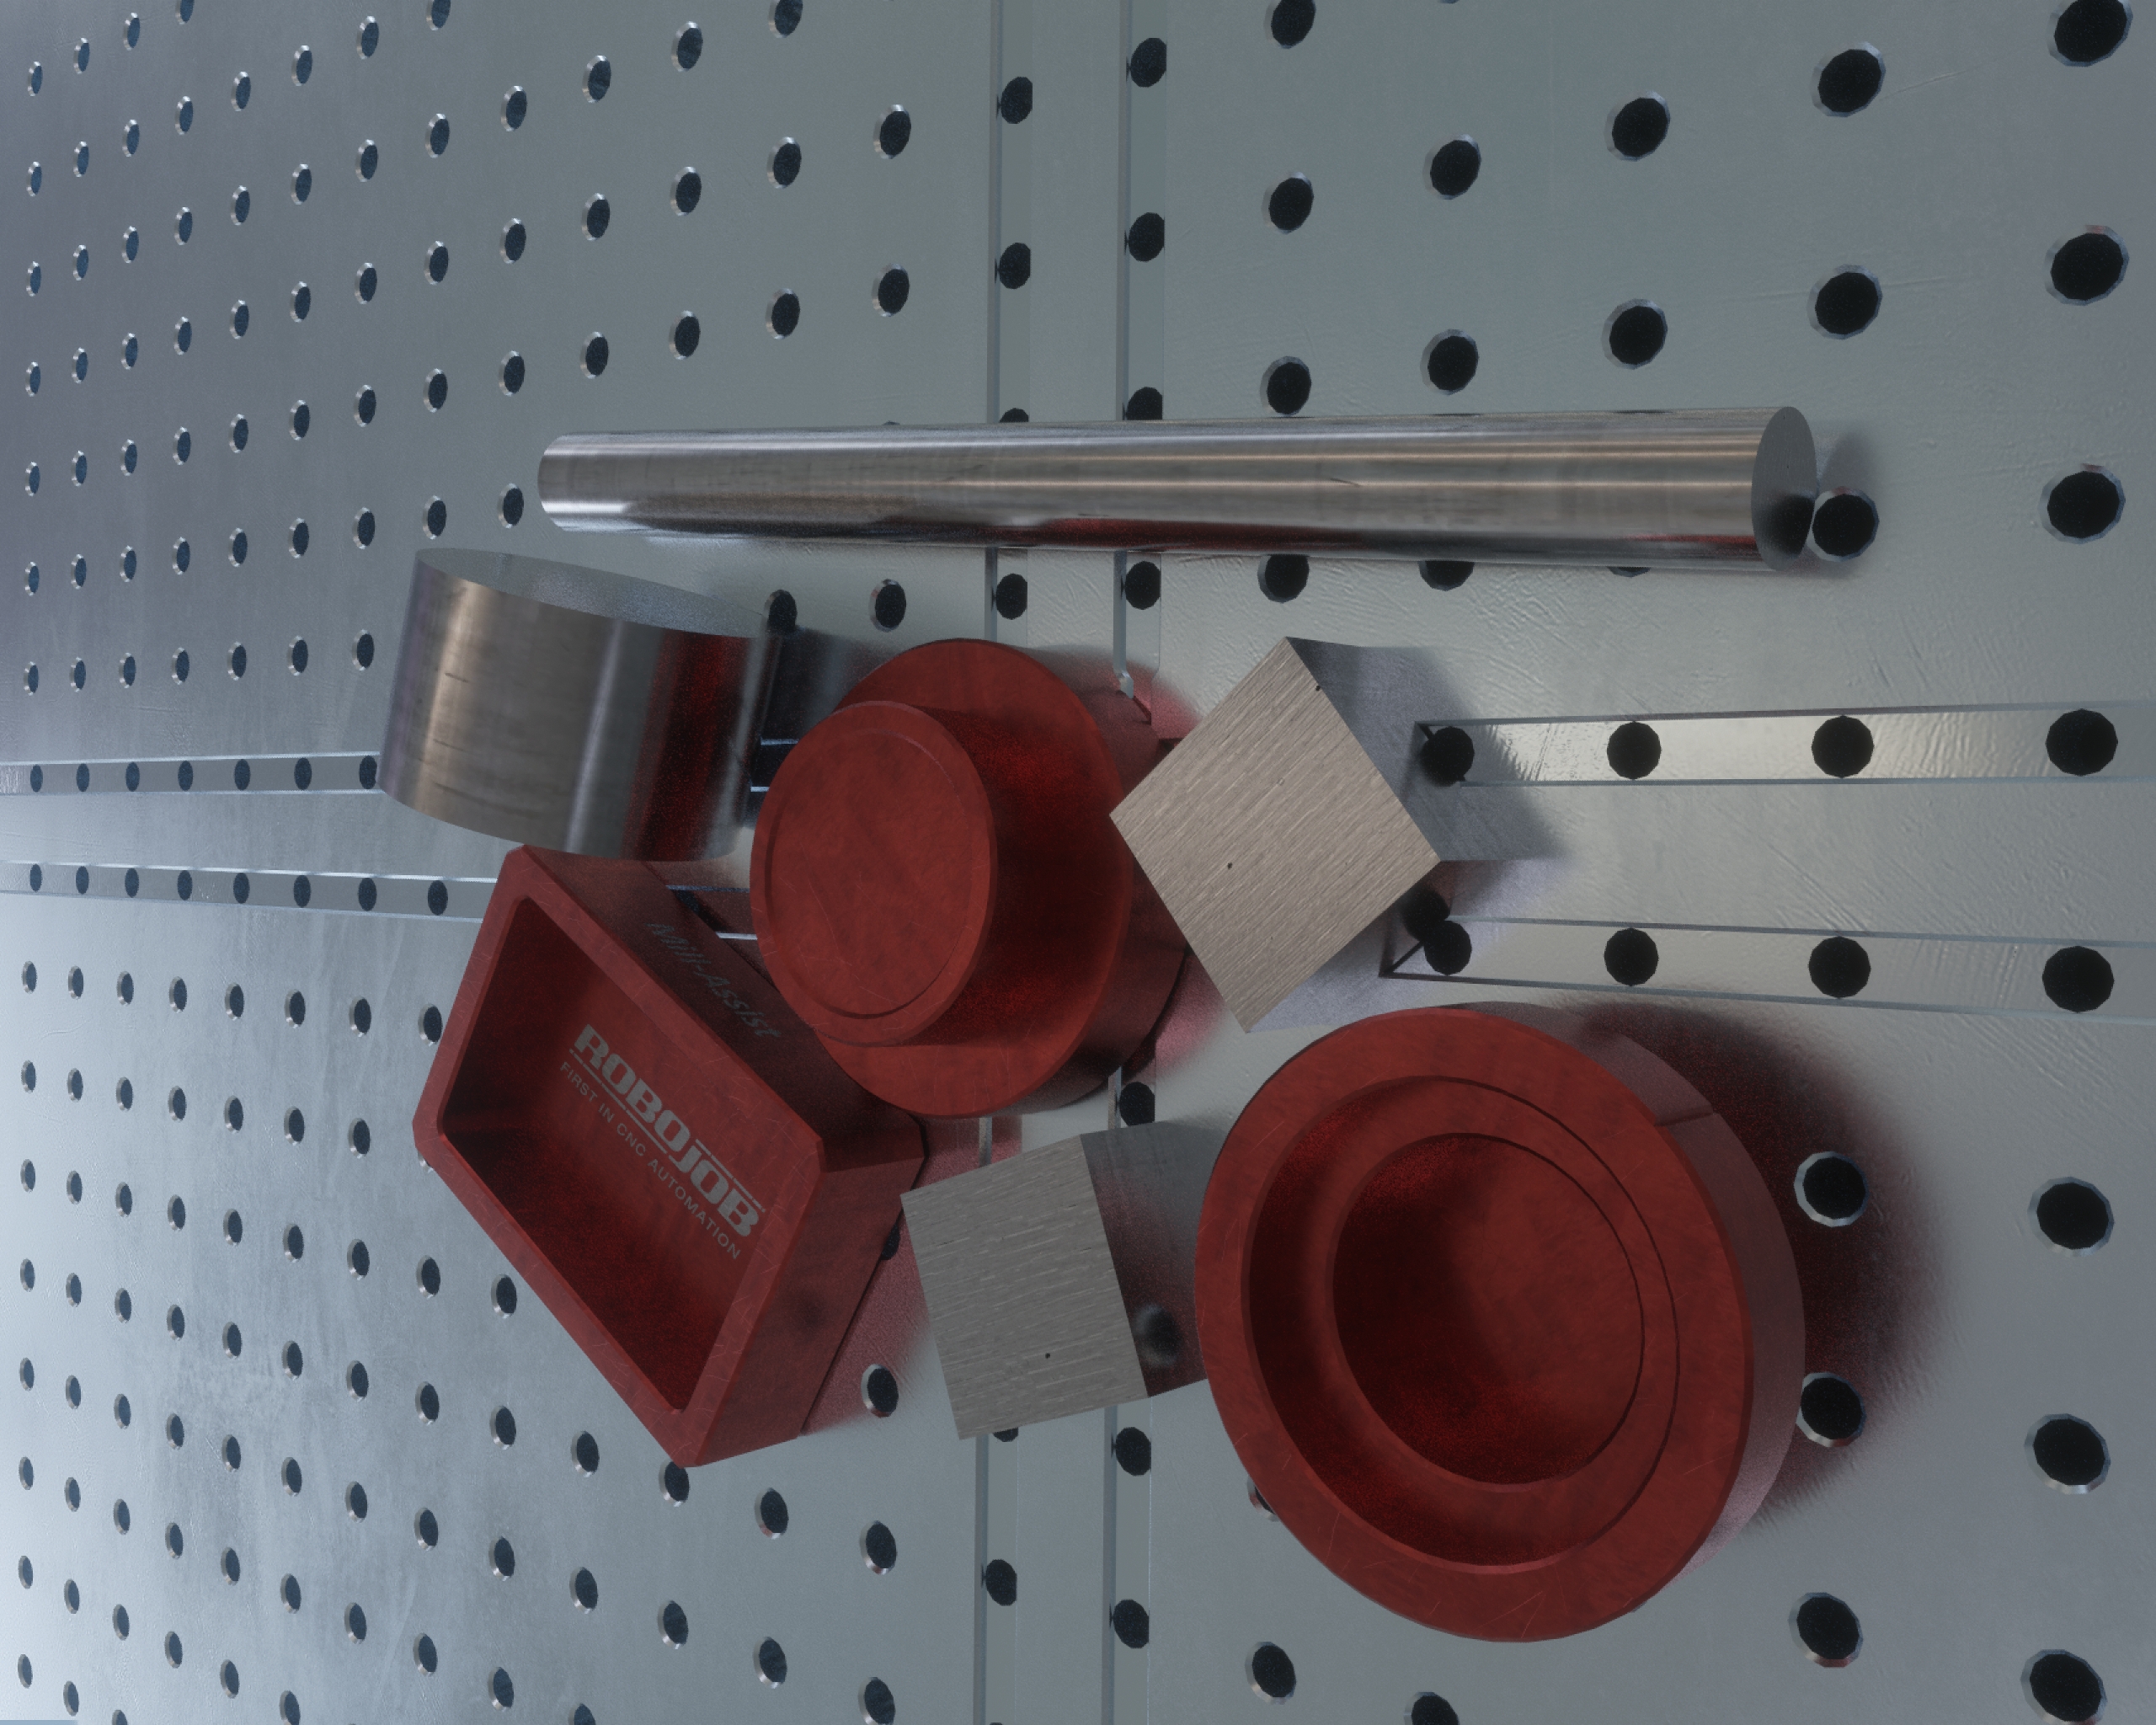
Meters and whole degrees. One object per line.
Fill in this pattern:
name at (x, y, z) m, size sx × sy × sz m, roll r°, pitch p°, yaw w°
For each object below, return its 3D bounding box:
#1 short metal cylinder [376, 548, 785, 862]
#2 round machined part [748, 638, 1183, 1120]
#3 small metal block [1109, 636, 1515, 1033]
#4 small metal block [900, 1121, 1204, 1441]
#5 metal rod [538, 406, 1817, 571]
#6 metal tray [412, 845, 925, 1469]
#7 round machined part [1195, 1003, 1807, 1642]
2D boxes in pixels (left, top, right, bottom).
short metal cylinder at (-0.110, -0.036, 0.464) m, size 0.080 × 0.081 × 0.050 m, roll 23°, pitch 104°, yaw 38°
round machined part at (-0.028, 0.003, 0.421) m, size 0.098 × 0.042 × 0.097 m, roll -3°, pitch 85°, yaw 39°
small metal block at (0.041, -0.005, 0.376) m, size 0.050 × 0.025 × 0.050 m, roll -46°, pitch 63°, yaw 30°
small metal block at (-0.003, 0.083, 0.413) m, size 0.050 × 0.025 × 0.050 m, roll -24°, pitch 75°, yaw 37°
metal rod at (-0.006, -0.075, 0.414) m, size 0.300 × 0.025 × 0.025 m, roll 9°, pitch 96°, yaw 39°
metal tray at (-0.101, 0.065, 0.489) m, size 0.130 × 0.030 × 0.089 m, roll 38°, pitch 114°, yaw 33°
round machined part at (0.071, 0.071, 0.340) m, size 0.098 × 0.042 × 0.097 m, roll 0°, pitch 90°, yaw 40°
